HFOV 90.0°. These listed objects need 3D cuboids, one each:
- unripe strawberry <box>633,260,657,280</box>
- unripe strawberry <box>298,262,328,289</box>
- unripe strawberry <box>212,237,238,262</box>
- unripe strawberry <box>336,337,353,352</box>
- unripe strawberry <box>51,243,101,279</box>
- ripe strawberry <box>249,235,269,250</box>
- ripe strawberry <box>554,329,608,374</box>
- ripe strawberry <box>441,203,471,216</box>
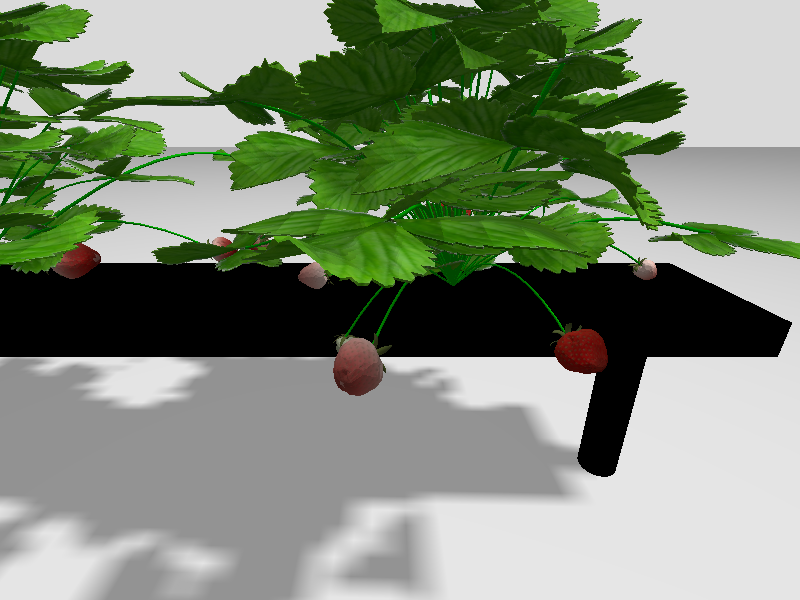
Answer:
[{"bbox_3d":[0.237,-0.029,0.385,0.022,0.019,0.022,30,17,-16],"label":"unripe strawberry"},{"bbox_3d":[-0.080,-0.022,0.365,0.026,0.025,0.024,-1,23,-2],"label":"unripe strawberry"},{"bbox_3d":[-0.191,-0.055,0.435,0.028,0.027,0.030,-2,22,-20],"label":"unripe strawberry"},{"bbox_3d":[-0.035,0.030,0.255,0.014,0.013,0.013,15,9,31],"label":"unripe strawberry"},{"bbox_3d":[-0.312,-0.039,0.386,0.037,0.037,0.041,-5,23,-13],"label":"unripe strawberry"},{"bbox_3d":[-0.163,-0.061,0.459,0.028,0.028,0.026,-40,0,33],"label":"ripe strawberry"},{"bbox_3d":[0.106,0.031,0.233,0.029,0.026,0.027,-8,37,-19],"label":"ripe strawberry"},{"bbox_3d":[0.078,-0.126,0.582,0.050,0.045,0.045,3,12,6],"label":"ripe strawberry"}]
